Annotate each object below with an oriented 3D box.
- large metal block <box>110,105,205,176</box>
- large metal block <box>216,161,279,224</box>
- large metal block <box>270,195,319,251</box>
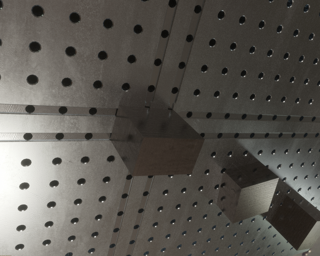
[{"bbox_3d":[-0.006,0.014,0.383,0.081,0.080,0.050,3,117,-30],"label":"large metal block"},{"bbox_3d":[0.155,0.114,0.553,0.081,0.050,0.079,-10,123,-24],"label":"large metal block"},{"bbox_3d":[0.301,0.203,0.670,0.050,0.080,0.079,8,115,-32],"label":"large metal block"}]
